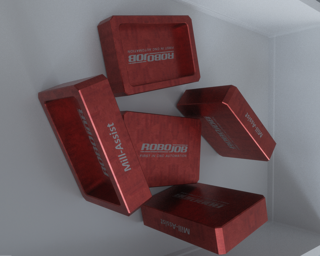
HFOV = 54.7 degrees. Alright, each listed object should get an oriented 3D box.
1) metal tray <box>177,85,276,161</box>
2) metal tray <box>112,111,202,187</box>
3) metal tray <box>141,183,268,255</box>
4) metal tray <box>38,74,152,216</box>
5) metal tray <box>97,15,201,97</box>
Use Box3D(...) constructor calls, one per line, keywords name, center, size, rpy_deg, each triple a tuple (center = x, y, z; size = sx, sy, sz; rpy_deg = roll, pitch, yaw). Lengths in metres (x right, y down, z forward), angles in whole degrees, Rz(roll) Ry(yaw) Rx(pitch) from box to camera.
Box3D(name="metal tray", center=(0.096, -0.004, 0.444), size=(0.130, 0.090, 0.030), rpy_deg=(45, 63, -31))
Box3D(name="metal tray", center=(-0.003, 0.028, 0.399), size=(0.131, 0.030, 0.089), rpy_deg=(4, 87, -40))
Box3D(name="metal tray", center=(0.050, 0.101, 0.379), size=(0.091, 0.130, 0.030), rpy_deg=(-17, 101, -40))
Box3D(name="metal tray", center=(-0.066, 0.017, 0.308), size=(0.030, 0.090, 0.129), rpy_deg=(-31, 110, -37))
Box3D(name="metal tray", center=(-0.008, -0.094, 0.396), size=(0.131, 0.030, 0.089), rpy_deg=(-17, 101, -39))
